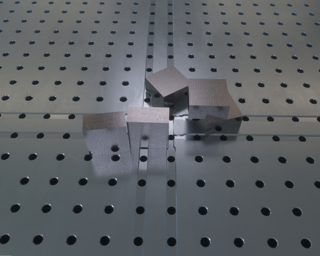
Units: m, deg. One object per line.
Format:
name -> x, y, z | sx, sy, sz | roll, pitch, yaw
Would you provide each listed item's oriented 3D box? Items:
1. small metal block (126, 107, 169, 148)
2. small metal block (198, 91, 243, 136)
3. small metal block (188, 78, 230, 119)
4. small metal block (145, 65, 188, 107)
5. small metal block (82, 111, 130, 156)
small metal block -> -0.014, 0.000, 0.392 | 0.050, 0.050, 0.025 | 1, 50, 1
small metal block -> 0.078, -0.021, 0.426 | 0.050, 0.025, 0.050 | -12, 51, -10
small metal block -> 0.062, -0.039, 0.408 | 0.050, 0.025, 0.050 | 2, 50, 1
small metal block -> 0.012, -0.061, 0.459 | 0.050, 0.025, 0.050 | -27, 55, -21
small metal block -> -0.066, 0.007, 0.385 | 0.050, 0.050, 0.025 | -6, 50, -5
